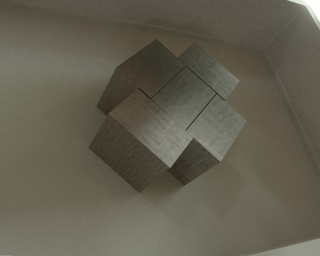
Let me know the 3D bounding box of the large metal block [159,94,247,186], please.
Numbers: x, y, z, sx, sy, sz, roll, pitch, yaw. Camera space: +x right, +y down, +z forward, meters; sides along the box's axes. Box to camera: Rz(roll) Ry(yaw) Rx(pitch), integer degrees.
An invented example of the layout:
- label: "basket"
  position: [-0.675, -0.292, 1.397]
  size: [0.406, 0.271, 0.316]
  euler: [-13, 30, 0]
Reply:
- label: "large metal block"
  position: [0.051, 0.016, 0.389]
  size: [0.050, 0.080, 0.080]
  euler: [43, 51, 0]

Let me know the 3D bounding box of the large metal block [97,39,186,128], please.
- label: "large metal block"
  position: [-0.024, -0.053, 0.389]
  size: [0.050, 0.080, 0.080]
  euler: [43, 51, 0]

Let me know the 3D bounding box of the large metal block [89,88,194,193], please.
- label: "large metal block"
  position: [-0.024, 0.017, 0.348]
  size: [0.080, 0.080, 0.050]
  euler: [42, 51, 0]

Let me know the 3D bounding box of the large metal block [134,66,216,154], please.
- label: "large metal block"
  position: [0.013, -0.019, 0.389]
  size: [0.050, 0.080, 0.080]
  euler: [43, 51, 0]

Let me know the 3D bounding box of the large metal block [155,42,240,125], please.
- label: "large metal block"
  position: [0.048, -0.057, 0.432]
  size: [0.080, 0.080, 0.050]
  euler: [42, 51, 0]
